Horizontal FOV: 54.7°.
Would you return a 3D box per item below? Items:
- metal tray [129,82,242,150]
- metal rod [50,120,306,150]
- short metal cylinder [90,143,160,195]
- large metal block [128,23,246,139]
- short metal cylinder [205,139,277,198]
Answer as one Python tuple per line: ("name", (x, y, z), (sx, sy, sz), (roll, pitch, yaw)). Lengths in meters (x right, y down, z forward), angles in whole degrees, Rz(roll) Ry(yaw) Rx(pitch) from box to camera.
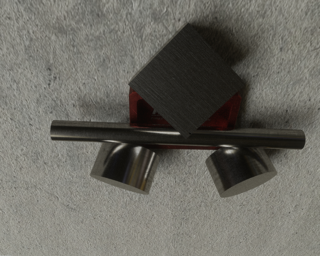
("metal tray", (0.028, -0.015, 0.394), (0.131, 0.030, 0.089), (1, 130, -2))
("metal rod", (0.023, 0.009, 0.377), (0.302, 0.025, 0.025), (2, 130, -2))
("short metal cylinder", (-0.046, 0.052, 0.412), (0.080, 0.050, 0.080), (16, 162, 6))
("large metal block", (0.026, -0.050, 0.322), (0.080, 0.050, 0.080), (43, 102, -12))
("short metal cylinder", (0.108, 0.054, 0.418), (0.081, 0.050, 0.080), (-17, 154, -8))
